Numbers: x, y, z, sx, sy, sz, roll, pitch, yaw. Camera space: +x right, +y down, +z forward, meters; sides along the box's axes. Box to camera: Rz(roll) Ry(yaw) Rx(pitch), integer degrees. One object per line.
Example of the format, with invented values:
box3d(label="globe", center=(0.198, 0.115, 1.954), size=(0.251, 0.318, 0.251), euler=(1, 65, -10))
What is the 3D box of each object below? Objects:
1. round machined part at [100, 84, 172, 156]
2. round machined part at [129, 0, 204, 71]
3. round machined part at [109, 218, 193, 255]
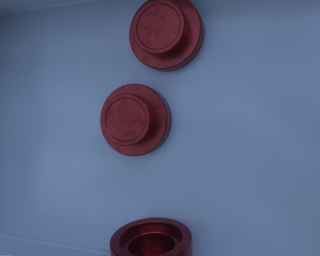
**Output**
box3d(label="round machined part", center=(-0.037, -0.011, 0.414), size=(0.098, 0.042, 0.097), euler=(0, 90, 19))
box3d(label="round machined part", center=(0.004, -0.125, 0.399), size=(0.098, 0.042, 0.097), euler=(0, 90, 19))
box3d(label="round machined part", center=(-0.010, 0.151, 0.376), size=(0.098, 0.098, 0.042), euler=(0, 102, 19))
